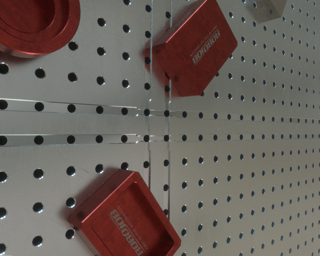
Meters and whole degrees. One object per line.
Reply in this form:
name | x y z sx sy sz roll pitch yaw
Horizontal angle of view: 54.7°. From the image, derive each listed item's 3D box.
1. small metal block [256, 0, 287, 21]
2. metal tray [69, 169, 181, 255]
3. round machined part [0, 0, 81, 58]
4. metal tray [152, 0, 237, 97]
small metal block | 0.213 -0.243 0.587 0.050 0.025 0.050 37 68 -34
metal tray | -0.036 0.126 0.375 0.090 0.030 0.130 -43 116 -31
round machined part | -0.129 -0.114 0.289 0.099 0.042 0.097 0 90 -40
metal tray | 0.056 -0.119 0.452 0.130 0.030 0.090 -52 120 -27
